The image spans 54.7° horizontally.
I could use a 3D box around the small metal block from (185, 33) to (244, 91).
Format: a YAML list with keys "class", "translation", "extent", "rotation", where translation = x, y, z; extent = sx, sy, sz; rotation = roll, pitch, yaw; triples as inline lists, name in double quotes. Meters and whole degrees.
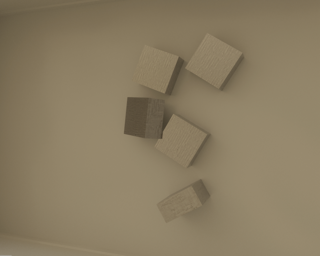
- class: "small metal block"
  translation: [0.068, -0.081, 0.386]
  extent: [0.050, 0.025, 0.050]
  rotation: [35, 101, 16]

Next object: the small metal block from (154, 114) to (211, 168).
- class: "small metal block"
  translation: [0.029, 0.016, 0.400]
  extent: [0.050, 0.025, 0.050]
  rotation: [33, 100, 16]

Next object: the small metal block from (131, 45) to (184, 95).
- class: "small metal block"
  translation: [-0.003, -0.076, 0.411]
  extent: [0.050, 0.025, 0.050]
  rotation: [23, 98, 18]

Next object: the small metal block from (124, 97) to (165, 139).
- class: "small metal block"
  translation: [-0.021, -0.014, 0.405]
  extent: [0.050, 0.025, 0.050]
  rotation: [9, 94, 52]

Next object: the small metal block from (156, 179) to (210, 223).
- class: "small metal block"
  translation: [0.030, 0.090, 0.386]
  extent: [0.050, 0.050, 0.025]
  rotation: [-31, 80, 17]
